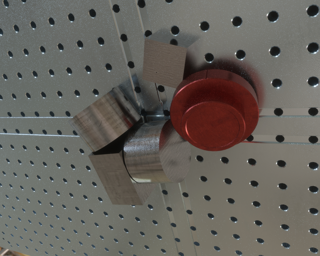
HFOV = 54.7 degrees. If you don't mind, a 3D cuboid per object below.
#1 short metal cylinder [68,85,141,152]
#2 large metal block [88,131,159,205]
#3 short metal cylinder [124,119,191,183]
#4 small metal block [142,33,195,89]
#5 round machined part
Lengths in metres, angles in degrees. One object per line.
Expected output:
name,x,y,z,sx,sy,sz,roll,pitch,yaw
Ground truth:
short metal cylinder,-0.072,-0.013,0.406,0.080,0.080,0.050,-28,103,37
large metal block,-0.040,0.048,0.427,0.050,0.080,0.080,-7,115,31
short metal cylinder,-0.001,0.030,0.395,0.050,0.080,0.080,-7,115,31
small metal block,0.009,-0.077,0.359,0.050,0.025,0.050,18,126,17
round machined part,0.059,-0.012,0.345,0.098,0.042,0.097,6,129,8
